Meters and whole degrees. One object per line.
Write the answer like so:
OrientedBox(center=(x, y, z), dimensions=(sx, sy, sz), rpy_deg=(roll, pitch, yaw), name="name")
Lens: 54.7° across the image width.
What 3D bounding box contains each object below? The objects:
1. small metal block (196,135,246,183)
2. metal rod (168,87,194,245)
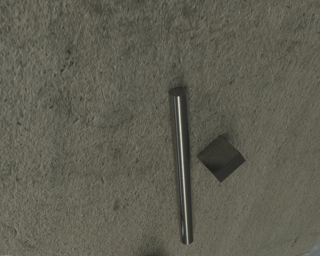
OrientedBox(center=(0.092, 0.046, 0.472), dimensions=(0.050, 0.050, 0.025), rpy_deg=(-42, 130, 0), name="small metal block")
OrientedBox(center=(0.036, 0.077, 0.475), dimensions=(0.025, 0.025, 0.298), rpy_deg=(-19, 126, -18), name="metal rod")
